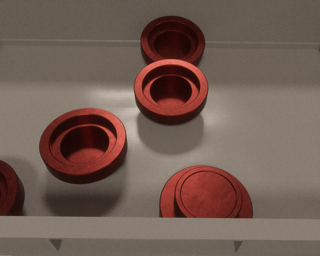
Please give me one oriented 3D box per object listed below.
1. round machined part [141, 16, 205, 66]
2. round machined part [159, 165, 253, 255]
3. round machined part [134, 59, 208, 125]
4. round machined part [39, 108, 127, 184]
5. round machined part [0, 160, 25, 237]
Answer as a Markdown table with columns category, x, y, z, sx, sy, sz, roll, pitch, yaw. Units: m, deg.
| category | x | y | z | sx | sy | sz | roll | pitch | yaw |
| --- | --- | --- | --- | --- | --- | --- | --- | --- | --- |
| round machined part | 0.019 | -0.125 | 0.488 | 0.099 | 0.042 | 0.098 | 1 | 67 | -3 |
| round machined part | 0.049 | 0.080 | 0.327 | 0.099 | 0.042 | 0.098 | 0 | 50 | 0 |
| round machined part | 0.015 | -0.045 | 0.427 | 0.099 | 0.042 | 0.098 | 0 | 58 | 1 |
| round machined part | -0.088 | 0.025 | 0.372 | 0.099 | 0.042 | 0.098 | 0 | 50 | 0 |
| round machined part | -0.192 | 0.082 | 0.322 | 0.099 | 0.042 | 0.098 | 0 | 50 | 0 |
